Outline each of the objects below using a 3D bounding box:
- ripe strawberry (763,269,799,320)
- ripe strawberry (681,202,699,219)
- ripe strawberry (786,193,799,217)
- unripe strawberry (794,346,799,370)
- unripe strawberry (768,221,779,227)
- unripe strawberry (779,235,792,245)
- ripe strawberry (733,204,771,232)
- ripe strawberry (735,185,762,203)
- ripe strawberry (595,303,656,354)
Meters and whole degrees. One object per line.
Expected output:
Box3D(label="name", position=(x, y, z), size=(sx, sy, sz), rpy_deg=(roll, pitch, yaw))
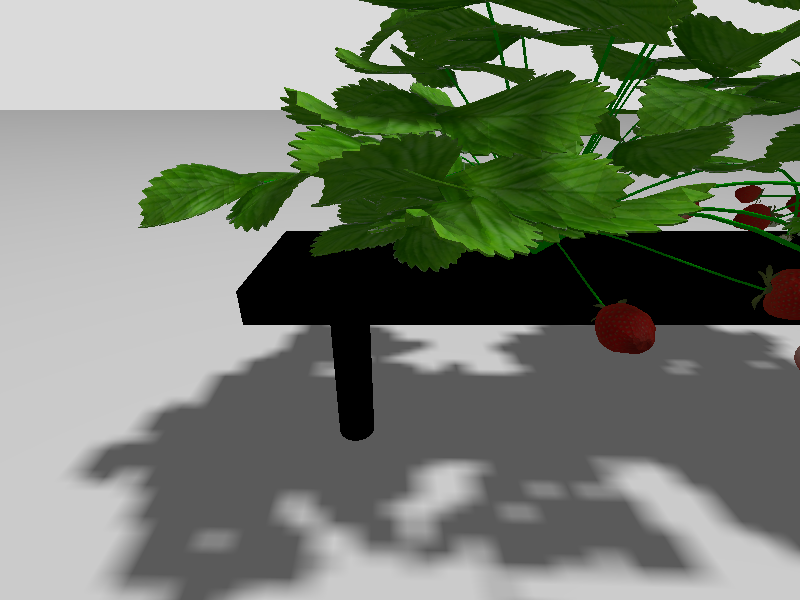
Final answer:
Box3D(label="ripe strawberry", position=(0.253, -0.002, 0.254), size=(0.033, 0.034, 0.030), rpy_deg=(24, 36, 37))
Box3D(label="ripe strawberry", position=(0.331, -0.108, 0.463), size=(0.030, 0.031, 0.027), rpy_deg=(-13, 30, -25))
Box3D(label="ripe strawberry", position=(0.469, -0.108, 0.452), size=(0.048, 0.047, 0.045), rpy_deg=(23, 35, 38))
Box3D(label="unripe strawberry", position=(0.218, 0.031, 0.208), size=(0.022, 0.022, 0.019), rpy_deg=(-13, 30, -24))
Box3D(label="unripe strawberry", position=(0.409, -0.085, 0.441), size=(0.011, 0.012, 0.010), rpy_deg=(-40, 2, 37))
Box3D(label="unripe strawberry", position=(0.366, -0.057, 0.380), size=(0.010, 0.010, 0.009), rpy_deg=(-2, 27, -3))
Box3D(label="ripe strawberry", position=(0.375, -0.087, 0.428), size=(0.032, 0.031, 0.029), rpy_deg=(-13, 20, 26))
Box3D(label="ripe strawberry", position=(0.467, -0.142, 0.538), size=(0.027, 0.023, 0.027), rpy_deg=(-14, 30, -26))
Box3D(label="ripe strawberry", position=(0.127, 0.017, 0.223), size=(0.032, 0.027, 0.032), rpy_deg=(0, 28, -1))
